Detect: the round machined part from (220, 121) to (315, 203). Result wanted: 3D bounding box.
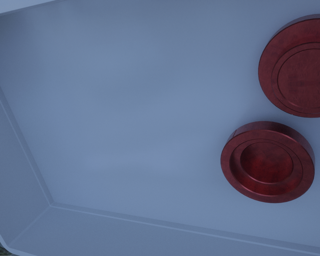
[{"bbox_3d":[0.123,0.034,0.354,0.098,0.042,0.097,13,124,21],"label":"round machined part"}]

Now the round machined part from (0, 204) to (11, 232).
[{"bbox_3d":[-0.418,0.219,0.757,0.098,0.042,0.097,13,124,21],"label":"round machined part"}]

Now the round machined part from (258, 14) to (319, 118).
[{"bbox_3d":[0.142,-0.052,0.290,0.098,0.042,0.097,13,124,21],"label":"round machined part"}]
